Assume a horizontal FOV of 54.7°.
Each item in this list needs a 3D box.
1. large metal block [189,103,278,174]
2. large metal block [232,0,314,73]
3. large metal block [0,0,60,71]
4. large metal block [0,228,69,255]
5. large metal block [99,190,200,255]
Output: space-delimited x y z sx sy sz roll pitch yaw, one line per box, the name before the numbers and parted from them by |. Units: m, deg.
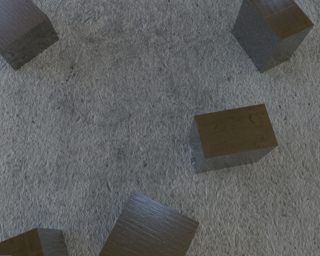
large metal block | 0.082 0.016 0.374 0.081 0.080 0.050 -10 71 -4
large metal block | 0.151 -0.137 0.430 0.050 0.080 0.080 -26 72 -9
large metal block | -0.209 -0.144 0.446 0.080 0.050 0.080 -42 76 -14
large metal block | -0.128 0.153 0.322 0.050 0.080 0.080 -21 72 -7
large metal block | -0.011 0.127 0.348 0.080 0.050 0.080 25 72 8
